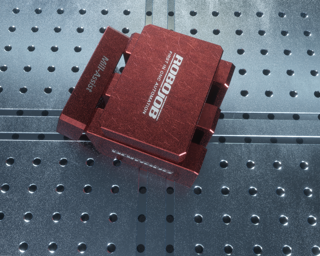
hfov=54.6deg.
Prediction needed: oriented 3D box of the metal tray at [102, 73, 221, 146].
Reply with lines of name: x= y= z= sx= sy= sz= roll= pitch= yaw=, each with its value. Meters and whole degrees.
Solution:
metal tray: x=0.001 y=-0.015 z=0.381 sx=0.130 sy=0.090 sz=0.030 roll=19 pitch=70 yaw=5

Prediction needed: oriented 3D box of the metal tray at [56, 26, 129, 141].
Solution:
metal tray: x=-0.086 y=-0.053 z=0.393 sx=0.030 sy=0.090 sz=0.130 roll=27 pitch=71 yaw=-14

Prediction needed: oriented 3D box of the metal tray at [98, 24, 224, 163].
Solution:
metal tray: x=0.004 y=-0.039 z=0.327 sx=0.090 sy=0.030 sz=0.130 roll=20 pitch=71 yaw=7

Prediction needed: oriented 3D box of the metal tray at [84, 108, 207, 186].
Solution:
metal tray: x=-0.016 y=0.026 z=0.367 sx=0.130 sy=0.090 sz=0.030 roll=20 pitch=72 yaw=7

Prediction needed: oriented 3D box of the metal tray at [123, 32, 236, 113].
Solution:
metal tray: x=0.022 y=-0.067 z=0.401 sx=0.130 sy=0.090 sz=0.030 roll=19 pitch=72 yaw=7
